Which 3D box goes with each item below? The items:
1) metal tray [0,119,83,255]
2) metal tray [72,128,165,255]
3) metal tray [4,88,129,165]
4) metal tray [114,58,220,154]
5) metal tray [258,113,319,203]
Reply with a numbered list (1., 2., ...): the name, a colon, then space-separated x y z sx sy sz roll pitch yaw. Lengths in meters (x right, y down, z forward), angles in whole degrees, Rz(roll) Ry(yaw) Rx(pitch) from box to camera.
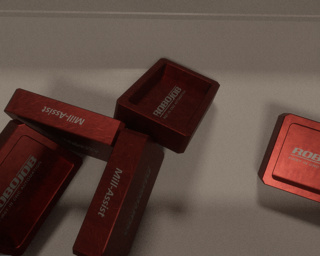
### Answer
1. metal tray: -0.159 0.067 0.343 0.030 0.090 0.130 17 71 48
2. metal tray: -0.038 0.074 0.338 0.030 0.090 0.130 17 77 17
3. metal tray: -0.104 0.003 0.372 0.131 0.090 0.030 18 70 6
4. metal tray: 0.013 -0.034 0.386 0.090 0.030 0.131 26 41 9
5. metal tray: 0.198 0.043 0.375 0.131 0.030 0.089 18 95 6
